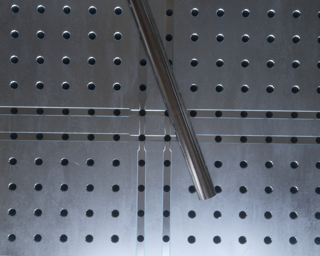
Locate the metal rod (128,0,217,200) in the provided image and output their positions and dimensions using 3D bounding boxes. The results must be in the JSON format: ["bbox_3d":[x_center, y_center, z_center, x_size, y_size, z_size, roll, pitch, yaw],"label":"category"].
[{"bbox_3d":[0.013,-0.049,0.413,0.025,0.025,0.298,-20,90,0],"label":"metal rod"}]
